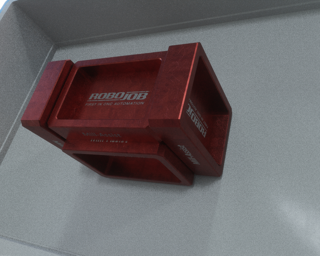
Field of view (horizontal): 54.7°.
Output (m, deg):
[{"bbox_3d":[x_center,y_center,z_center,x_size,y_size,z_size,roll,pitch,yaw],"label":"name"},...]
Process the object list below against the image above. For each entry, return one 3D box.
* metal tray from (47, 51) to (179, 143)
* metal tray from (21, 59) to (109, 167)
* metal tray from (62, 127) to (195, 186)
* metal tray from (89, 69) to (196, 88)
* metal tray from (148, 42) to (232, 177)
[{"bbox_3d":[-0.049,-0.033,0.330,0.130,0.030,0.090,1,62,28],"label":"metal tray"},{"bbox_3d":[-0.103,-0.014,0.399,0.030,0.130,0.090,1,63,29],"label":"metal tray"},{"bbox_3d":[-0.034,0.033,0.358,0.130,0.090,0.030,0,62,28],"label":"metal tray"},{"bbox_3d":[-0.013,-0.046,0.395,0.130,0.090,0.030,0,63,29],"label":"metal tray"},{"bbox_3d":[0.039,-0.013,0.323,0.030,0.130,0.090,1,63,29],"label":"metal tray"}]
